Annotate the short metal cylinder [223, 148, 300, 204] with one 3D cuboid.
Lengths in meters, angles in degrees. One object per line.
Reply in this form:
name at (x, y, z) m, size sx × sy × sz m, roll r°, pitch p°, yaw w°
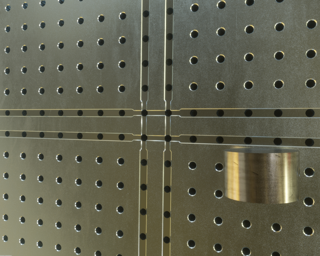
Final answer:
short metal cylinder at (0.111, 0.050, 0.344) m, size 0.080 × 0.080 × 0.050 m, roll -1°, pitch 90°, yaw 19°
